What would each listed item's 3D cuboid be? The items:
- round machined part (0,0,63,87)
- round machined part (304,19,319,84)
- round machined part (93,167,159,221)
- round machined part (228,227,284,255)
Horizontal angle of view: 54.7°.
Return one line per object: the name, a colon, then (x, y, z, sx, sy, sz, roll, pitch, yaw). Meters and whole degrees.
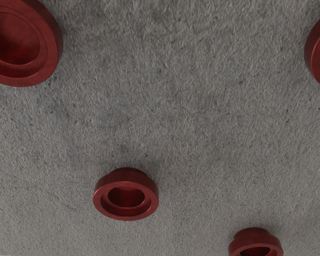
round machined part: (-0.148, -0.094, 0.315, 0.099, 0.042, 0.097, 0, 130, 0)
round machined part: (0.200, -0.090, 0.321, 0.099, 0.042, 0.097, 0, 130, 0)
round machined part: (-0.051, 0.098, 0.479, 0.099, 0.042, 0.097, 0, 130, 0)
round machined part: (0.179, 0.226, 0.590, 0.099, 0.042, 0.097, 0, 130, 0)
